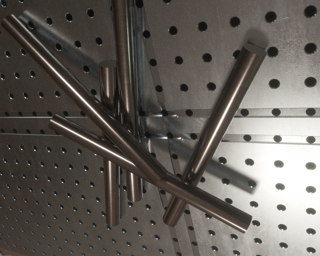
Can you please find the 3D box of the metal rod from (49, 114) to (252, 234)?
[{"bbox_3d":[-0.021,0.057,0.421,0.301,0.025,0.025,27,128,11],"label":"metal rod"}]

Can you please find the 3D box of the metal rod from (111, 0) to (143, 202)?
[{"bbox_3d":[-0.041,-0.017,0.420,0.025,0.025,0.298,13,124,21],"label":"metal rod"}]

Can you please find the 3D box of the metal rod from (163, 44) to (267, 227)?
[{"bbox_3d":[0.056,0.033,0.401,0.025,0.025,0.298,27,128,10],"label":"metal rod"}]

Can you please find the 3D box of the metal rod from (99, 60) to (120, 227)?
[{"bbox_3d":[-0.074,0.043,0.474,0.025,0.025,0.298,17,125,18],"label":"metal rod"}]

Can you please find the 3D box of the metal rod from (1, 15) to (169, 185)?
[{"bbox_3d":[-0.103,-0.041,0.410,0.300,0.025,0.025,45,129,7],"label":"metal rod"}]
